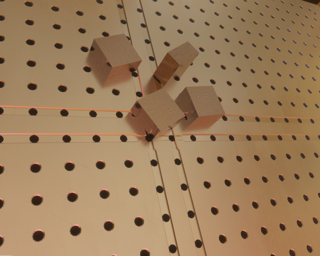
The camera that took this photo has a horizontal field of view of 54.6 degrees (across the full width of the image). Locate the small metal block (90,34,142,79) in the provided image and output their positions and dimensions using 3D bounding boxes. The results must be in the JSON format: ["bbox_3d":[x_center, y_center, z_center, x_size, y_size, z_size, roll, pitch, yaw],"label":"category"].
[{"bbox_3d":[-0.062,-0.102,0.437,0.050,0.025,0.050,-23,74,-36],"label":"small metal block"}]

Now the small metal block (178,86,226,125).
[{"bbox_3d":[0.062,-0.034,0.462,0.050,0.025,0.050,-7,65,-31],"label":"small metal block"}]

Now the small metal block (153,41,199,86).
[{"bbox_3d":[0.024,-0.096,0.463,0.025,0.050,0.050,48,51,5],"label":"small metal block"}]

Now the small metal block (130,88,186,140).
[{"bbox_3d":[-0.003,-0.020,0.419,0.050,0.025,0.050,-31,79,-38],"label":"small metal block"}]
